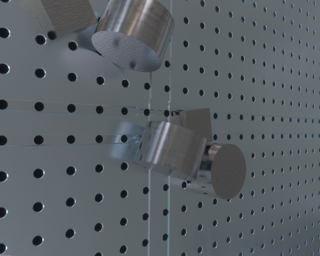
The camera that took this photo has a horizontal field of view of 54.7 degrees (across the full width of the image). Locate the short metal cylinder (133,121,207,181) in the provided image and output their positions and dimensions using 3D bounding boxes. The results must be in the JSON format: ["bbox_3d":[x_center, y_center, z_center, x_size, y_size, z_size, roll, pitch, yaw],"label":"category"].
[{"bbox_3d":[0.013,0.030,0.384,0.080,0.080,0.050,29,72,-37],"label":"short metal cylinder"}]

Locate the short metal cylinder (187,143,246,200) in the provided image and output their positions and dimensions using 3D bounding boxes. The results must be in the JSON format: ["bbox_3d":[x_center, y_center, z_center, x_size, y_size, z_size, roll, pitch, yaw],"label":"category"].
[{"bbox_3d":[0.084,0.062,0.463,0.081,0.050,0.079,0,90,-40],"label":"short metal cylinder"}]

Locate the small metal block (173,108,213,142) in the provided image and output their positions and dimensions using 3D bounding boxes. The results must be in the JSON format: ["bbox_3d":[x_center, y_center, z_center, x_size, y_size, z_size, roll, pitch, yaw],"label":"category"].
[{"bbox_3d":[0.048,-0.002,0.450,0.050,0.025,0.050,-10,97,-40],"label":"small metal block"}]

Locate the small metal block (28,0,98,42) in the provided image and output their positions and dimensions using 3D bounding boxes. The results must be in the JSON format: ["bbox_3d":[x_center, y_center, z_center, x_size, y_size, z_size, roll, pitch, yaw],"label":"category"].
[{"bbox_3d":[-0.101,-0.125,0.324,0.050,0.025,0.050,-36,112,-34],"label":"small metal block"}]

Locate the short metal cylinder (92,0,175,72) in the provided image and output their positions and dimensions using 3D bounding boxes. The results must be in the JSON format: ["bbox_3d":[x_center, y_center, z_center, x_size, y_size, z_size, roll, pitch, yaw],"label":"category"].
[{"bbox_3d":[-0.029,-0.105,0.349,0.080,0.080,0.050,30,72,-36],"label":"short metal cylinder"}]
